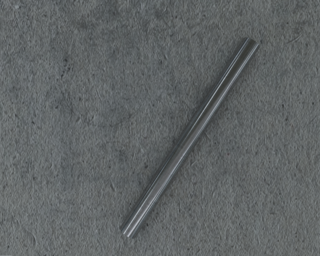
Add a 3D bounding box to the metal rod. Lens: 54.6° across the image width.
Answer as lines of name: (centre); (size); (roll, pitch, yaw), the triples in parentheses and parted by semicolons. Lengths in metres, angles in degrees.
metal rod: (0.039, 0.013, 0.410); (0.025, 0.025, 0.299); (33, 90, 0)
